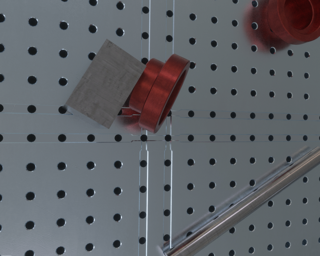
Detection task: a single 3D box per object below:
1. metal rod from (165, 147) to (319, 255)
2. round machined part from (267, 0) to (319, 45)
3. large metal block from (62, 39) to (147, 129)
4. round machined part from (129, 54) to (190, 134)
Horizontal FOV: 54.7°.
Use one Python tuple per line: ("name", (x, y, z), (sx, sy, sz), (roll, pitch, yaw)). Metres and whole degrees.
("metal rod", (0.139, 0.110, 0.464), (0.302, 0.025, 0.025), (-29, 100, -18))
("round machined part", (0.207, -0.178, 0.480), (0.099, 0.042, 0.097), (0, 90, -20))
("large metal block", (-0.068, -0.046, 0.358), (0.050, 0.080, 0.080), (32, 80, -17))
("round machined part", (-0.004, -0.046, 0.377), (0.042, 0.098, 0.098), (26, 81, 5))
